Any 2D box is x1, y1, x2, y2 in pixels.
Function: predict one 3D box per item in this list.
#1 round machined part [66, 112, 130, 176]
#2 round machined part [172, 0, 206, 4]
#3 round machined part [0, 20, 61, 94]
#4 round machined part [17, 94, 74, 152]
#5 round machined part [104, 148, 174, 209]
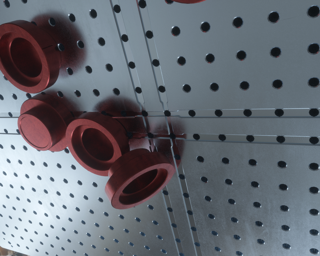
[{"bbox_3d":[-0.086,0.020,0.458,0.098,0.042,0.097,14,124,21],"label":"round machined part"},{"bbox_3d":[0.032,-0.167,0.280,0.098,0.042,0.097,13,124,21],"label":"round machined part"},{"bbox_3d":[-0.180,-0.101,0.433,0.098,0.042,0.097,13,124,21],"label":"round machined part"},{"bbox_3d":[-0.187,-0.002,0.499,0.098,0.042,0.097,13,124,21],"label":"round machined part"},{"bbox_3d":[-0.033,0.066,0.432,0.042,0.099,0.097,53,136,30],"label":"round machined part"}]
